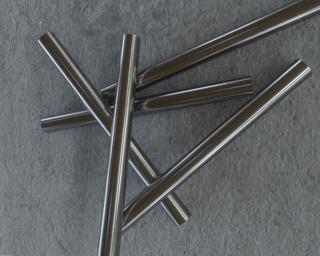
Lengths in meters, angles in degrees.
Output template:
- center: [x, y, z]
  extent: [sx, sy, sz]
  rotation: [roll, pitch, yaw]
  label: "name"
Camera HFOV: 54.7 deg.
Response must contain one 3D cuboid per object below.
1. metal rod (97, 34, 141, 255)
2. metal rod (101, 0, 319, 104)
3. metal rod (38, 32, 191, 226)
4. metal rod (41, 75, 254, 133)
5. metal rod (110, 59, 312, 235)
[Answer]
- center: [-0.049, 0.029, 0.374]
  extent: [0.025, 0.025, 0.299]
  rotation: [0, 77, 19]
  label: "metal rod"
- center: [0.059, -0.096, 0.387]
  extent: [0.300, 0.025, 0.025]
  rotation: [-21, 83, 18]
  label: "metal rod"
- center: [-0.060, 0.000, 0.405]
  extent: [0.025, 0.025, 0.299]
  rotation: [-38, 87, 16]
  label: "metal rod"
- center: [-0.030, -0.028, 0.418]
  extent: [0.301, 0.025, 0.025]
  rotation: [-9, 87, 19]
  label: "metal rod"
- center: [0.051, 0.029, 0.367]
  extent: [0.300, 0.025, 0.025]
  rotation: [-41, 77, 6]
  label: "metal rod"
